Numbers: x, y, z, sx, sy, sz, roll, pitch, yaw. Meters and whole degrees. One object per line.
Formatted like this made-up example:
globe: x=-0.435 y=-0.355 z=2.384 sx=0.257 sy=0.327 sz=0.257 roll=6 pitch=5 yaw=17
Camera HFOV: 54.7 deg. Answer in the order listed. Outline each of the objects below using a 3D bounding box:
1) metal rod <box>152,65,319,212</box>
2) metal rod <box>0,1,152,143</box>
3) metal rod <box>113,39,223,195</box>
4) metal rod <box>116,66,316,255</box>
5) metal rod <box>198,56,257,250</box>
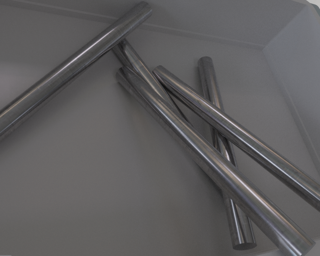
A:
metal rod: x=0.096 y=0.007 z=0.386 sx=0.025 sy=0.025 sz=0.300 roll=-26 pitch=55 yaw=-37
metal rod: x=-0.101 y=-0.077 z=0.377 sx=0.025 sy=0.025 sz=0.301 roll=40 pitch=57 yaw=-1
metal rod: x=0.015 y=-0.022 z=0.426 sx=0.025 sy=0.025 sz=0.299 roll=-29 pitch=78 yaw=-37
metal rod: x=0.033 y=0.013 z=0.337 sx=0.025 sy=0.025 sz=0.300 roll=-14 pitch=44 yaw=-34
metal rod: x=0.082 y=0.008 z=0.418 sx=0.025 sy=0.025 sz=0.300 roll=14 pitch=48 yaw=-21
